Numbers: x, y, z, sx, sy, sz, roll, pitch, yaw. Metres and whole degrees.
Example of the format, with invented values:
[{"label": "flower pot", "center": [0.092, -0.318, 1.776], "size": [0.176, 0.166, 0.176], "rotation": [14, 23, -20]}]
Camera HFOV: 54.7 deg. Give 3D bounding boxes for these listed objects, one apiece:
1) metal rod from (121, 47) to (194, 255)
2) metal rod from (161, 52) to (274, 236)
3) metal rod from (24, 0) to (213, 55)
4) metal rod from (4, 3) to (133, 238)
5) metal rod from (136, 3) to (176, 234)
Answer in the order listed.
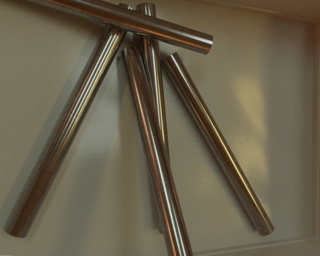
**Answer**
[{"label": "metal rod", "center": [-0.003, 0.039, 0.349], "size": [0.025, 0.025, 0.299], "rotation": [-7, 69, -20]}, {"label": "metal rod", "center": [0.087, 0.030, 0.444], "size": [0.025, 0.025, 0.299], "rotation": [-34, 101, -17]}, {"label": "metal rod", "center": [-0.082, -0.139, 0.358], "size": [0.302, 0.025, 0.025], "rotation": [14, 85, -12]}, {"label": "metal rod", "center": [-0.103, -0.016, 0.373], "size": [0.025, 0.025, 0.299], "rotation": [27, 81, -19]}, {"label": "metal rod", "center": [-0.004, -0.011, 0.409], "size": [0.025, 0.025, 0.298], "rotation": [-6, 92, -20]}]
